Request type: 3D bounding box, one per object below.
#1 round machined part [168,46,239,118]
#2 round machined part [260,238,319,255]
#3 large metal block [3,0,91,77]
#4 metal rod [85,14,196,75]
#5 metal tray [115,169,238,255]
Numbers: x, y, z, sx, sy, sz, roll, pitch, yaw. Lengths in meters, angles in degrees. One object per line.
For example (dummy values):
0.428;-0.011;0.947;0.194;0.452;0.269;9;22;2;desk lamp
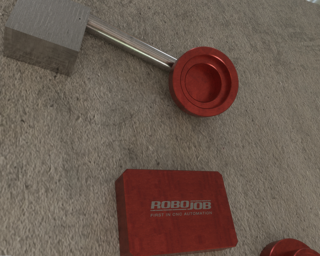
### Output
0.059;-0.064;0.446;0.099;0.042;0.097;1;88;-16;round machined part
0.170;0.183;0.372;0.099;0.042;0.098;14;56;-21;round machined part
-0.139;-0.121;0.387;0.081;0.050;0.080;16;55;-19;large metal block
-0.052;-0.127;0.453;0.302;0.025;0.025;24;53;-14;metal rod
0.019;0.095;0.352;0.131;0.030;0.090;5;59;-26;metal tray
